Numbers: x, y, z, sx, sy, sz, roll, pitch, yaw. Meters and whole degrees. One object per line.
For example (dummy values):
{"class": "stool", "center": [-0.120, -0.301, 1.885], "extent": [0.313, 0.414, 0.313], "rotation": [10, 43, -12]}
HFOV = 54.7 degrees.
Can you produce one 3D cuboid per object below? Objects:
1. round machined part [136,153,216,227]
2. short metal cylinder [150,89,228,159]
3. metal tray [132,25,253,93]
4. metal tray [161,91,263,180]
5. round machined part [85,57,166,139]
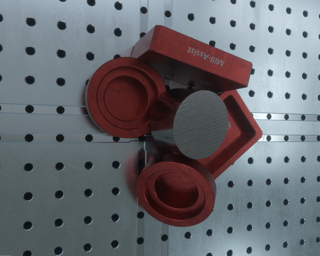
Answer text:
{"class": "round machined part", "center": [0.023, 0.074, 0.395], "extent": [0.098, 0.042, 0.097], "rotation": [7, 117, 14]}
{"class": "short metal cylinder", "center": [0.035, -0.007, 0.374], "extent": [0.081, 0.050, 0.079], "rotation": [-7, 102, -31]}
{"class": "metal tray", "center": [0.037, -0.081, 0.392], "extent": [0.131, 0.090, 0.030], "rotation": [16, 85, -20]}
{"class": "metal tray", "center": [0.073, 0.013, 0.438], "extent": [0.131, 0.030, 0.090], "rotation": [-38, 103, -16]}
{"class": "round machined part", "center": [-0.044, -0.036, 0.388], "extent": [0.099, 0.042, 0.097], "rotation": [0, 90, -21]}
